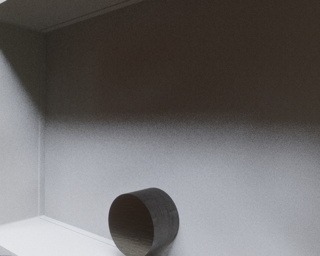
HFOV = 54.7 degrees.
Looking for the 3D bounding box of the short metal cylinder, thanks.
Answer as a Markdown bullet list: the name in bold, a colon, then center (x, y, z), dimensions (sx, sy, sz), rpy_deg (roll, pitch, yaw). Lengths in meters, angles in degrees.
- **short metal cylinder**: center (-0.022, 0.122, 0.407), dimensions (0.080, 0.050, 0.079), rpy_deg (0, 90, 39)
